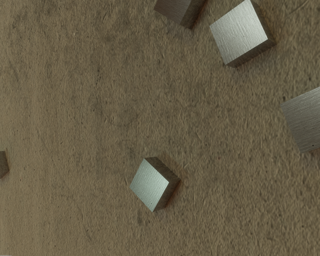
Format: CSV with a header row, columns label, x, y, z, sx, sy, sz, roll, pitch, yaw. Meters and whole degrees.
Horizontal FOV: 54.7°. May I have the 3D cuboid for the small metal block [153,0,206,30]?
label,x,y,z,sx,sy,sz,roll,pitch,yaw
small metal block,0.026,-0.158,0.383,0.050,0.025,0.050,42,115,32

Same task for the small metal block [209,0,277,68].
label,x,y,z,sx,sy,sz,roll,pitch,yaw
small metal block,0.088,-0.100,0.332,0.050,0.025,0.050,-29,72,36

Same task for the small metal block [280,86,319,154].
label,x,y,z,sx,sy,sz,roll,pitch,yaw
small metal block,0.147,-0.009,0.283,0.050,0.025,0.050,-28,73,36

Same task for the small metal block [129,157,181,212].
label,x,y,z,sx,sy,sz,roll,pitch,yaw
small metal block,-0.007,0.074,0.411,0.050,0.025,0.050,40,114,32

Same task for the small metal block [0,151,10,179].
label,x,y,z,sx,sy,sz,roll,pitch,yaw
small metal block,-0.377,0.087,0.717,0.050,0.025,0.050,-35,69,34
